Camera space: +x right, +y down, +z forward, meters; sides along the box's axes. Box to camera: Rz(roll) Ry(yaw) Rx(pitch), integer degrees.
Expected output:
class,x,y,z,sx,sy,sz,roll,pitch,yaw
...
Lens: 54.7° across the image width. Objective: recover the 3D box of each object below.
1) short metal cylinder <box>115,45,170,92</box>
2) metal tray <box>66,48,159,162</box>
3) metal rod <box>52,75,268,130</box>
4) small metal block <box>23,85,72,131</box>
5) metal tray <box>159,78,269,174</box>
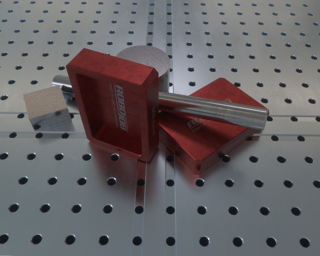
class,x,y,z,sx,sy,sz,roll,pitch,yaw
short metal cylinder,-0.026,-0.077,0.456,0.081,0.050,0.080,0,50,0
metal tray,-0.049,-0.021,0.357,0.090,0.129,0.030,18,53,15
metal rod,-0.017,-0.038,0.405,0.301,0.025,0.025,12,50,23
small metal block,-0.156,-0.029,0.431,0.050,0.025,0.050,-19,53,-15
metal tray,0.067,-0.008,0.412,0.131,0.030,0.090,-31,57,-24
